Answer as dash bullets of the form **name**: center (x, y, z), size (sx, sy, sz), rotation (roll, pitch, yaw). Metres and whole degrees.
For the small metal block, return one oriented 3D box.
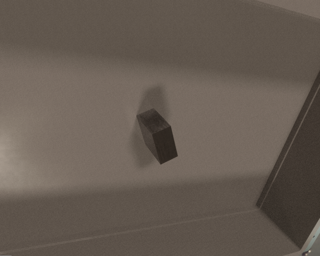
- **small metal block**: center (-0.004, 0.010, 0.398), size (0.025, 0.050, 0.050), rotation (-25, 128, -14)
